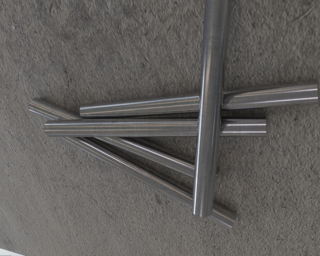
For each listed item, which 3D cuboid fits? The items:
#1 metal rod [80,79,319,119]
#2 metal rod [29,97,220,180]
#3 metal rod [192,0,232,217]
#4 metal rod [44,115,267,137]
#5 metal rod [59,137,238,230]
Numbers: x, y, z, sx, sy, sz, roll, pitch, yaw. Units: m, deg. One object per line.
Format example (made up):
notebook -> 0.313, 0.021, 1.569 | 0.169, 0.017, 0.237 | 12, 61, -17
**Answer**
metal rod -> 0.024, -0.029, 0.376 | 0.300, 0.025, 0.025 | -3, 117, 29
metal rod -> -0.061, 0.015, 0.448 | 0.301, 0.025, 0.025 | 21, 126, 15
metal rod -> 0.054, -0.037, 0.325 | 0.025, 0.025, 0.298 | 10, 114, 22
metal rod -> -0.021, -0.001, 0.399 | 0.301, 0.025, 0.025 | -1, 118, 22
metal rod -> -0.029, 0.065, 0.462 | 0.301, 0.025, 0.025 | 26, 128, 11
